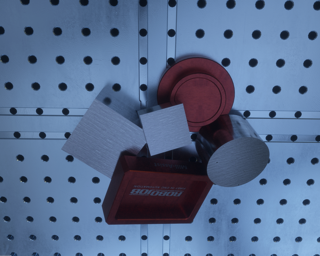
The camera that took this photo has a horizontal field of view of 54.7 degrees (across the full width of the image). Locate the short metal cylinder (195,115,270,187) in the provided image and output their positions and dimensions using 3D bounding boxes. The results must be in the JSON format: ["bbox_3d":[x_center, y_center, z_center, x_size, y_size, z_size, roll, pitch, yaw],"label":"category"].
[{"bbox_3d":[0.092,0.030,0.400,0.081,0.050,0.079,-6,125,-9],"label":"short metal cylinder"}]

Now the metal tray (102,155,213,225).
[{"bbox_3d":[-0.001,0.086,0.412,0.131,0.030,0.089,8,119,-27],"label":"metal tray"}]

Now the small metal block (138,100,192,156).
[{"bbox_3d":[0.005,-0.001,0.364,0.050,0.025,0.050,-16,107,-6],"label":"small metal block"}]

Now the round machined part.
[{"bbox_3d":[0.046,-0.040,0.390,0.099,0.042,0.097,0,110,0],"label":"round machined part"}]

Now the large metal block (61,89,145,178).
[{"bbox_3d":[-0.066,0.009,0.403,0.080,0.050,0.080,34,106,-12],"label":"large metal block"}]
